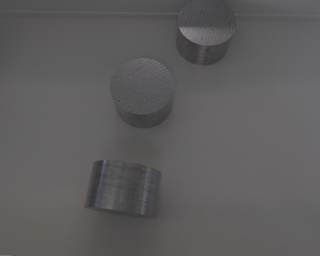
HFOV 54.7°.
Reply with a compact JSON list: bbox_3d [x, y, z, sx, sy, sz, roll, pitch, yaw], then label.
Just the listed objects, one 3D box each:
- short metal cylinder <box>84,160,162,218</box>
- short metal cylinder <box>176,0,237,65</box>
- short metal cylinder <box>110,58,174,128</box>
[{"bbox_3d":[-0.041,0.072,0.354,0.080,0.080,0.050,7,70,3],"label":"short metal cylinder"},{"bbox_3d":[0.064,-0.138,0.447,0.081,0.050,0.080,0,70,0],"label":"short metal cylinder"},{"bbox_3d":[-0.022,-0.045,0.413,0.081,0.050,0.080,0,70,0],"label":"short metal cylinder"}]
